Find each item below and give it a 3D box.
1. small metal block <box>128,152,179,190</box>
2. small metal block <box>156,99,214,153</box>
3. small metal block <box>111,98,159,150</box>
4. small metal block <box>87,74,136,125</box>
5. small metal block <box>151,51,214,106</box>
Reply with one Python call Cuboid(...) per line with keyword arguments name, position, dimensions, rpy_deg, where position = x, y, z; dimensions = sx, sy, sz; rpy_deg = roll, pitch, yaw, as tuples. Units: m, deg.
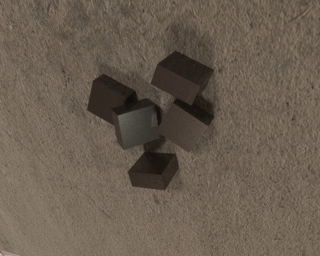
Cuboid(name="small metal block", position=(-0.008, 0.058, 0.430), dimensions=(0.050, 0.050, 0.025), rpy_deg=(1, 119, 27))
Cuboid(name="small metal block", position=(0.031, -0.005, 0.386), dimensions=(0.050, 0.025, 0.050), rpy_deg=(34, 129, 5))
Cuboid(name="small metal block", position=(-0.031, -0.005, 0.399), dimensions=(0.025, 0.050, 0.050), rpy_deg=(41, 143, 53))
Cuboid(name="small metal block", position=(-0.066, -0.037, 0.417), dimensions=(0.050, 0.025, 0.050), rpy_deg=(29, 128, 9))
Cuboid(name="small metal block", position=(0.026, -0.056, 0.341), dimensions=(0.050, 0.050, 0.025), rpy_deg=(29, 128, 9))
